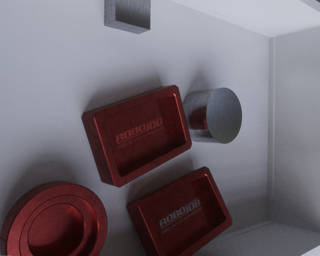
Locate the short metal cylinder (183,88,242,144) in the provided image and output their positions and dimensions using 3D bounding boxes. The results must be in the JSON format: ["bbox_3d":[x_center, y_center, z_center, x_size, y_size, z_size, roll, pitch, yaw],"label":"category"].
[{"bbox_3d":[0.076,-0.018,0.457,0.081,0.050,0.079,0,90,-40],"label":"short metal cylinder"}]

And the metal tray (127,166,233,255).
[{"bbox_3d":[0.031,0.115,0.412,0.131,0.030,0.090,-19,82,-39],"label":"metal tray"}]

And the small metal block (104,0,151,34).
[{"bbox_3d":[-0.039,-0.146,0.375,0.050,0.025,0.050,1,90,-40],"label":"small metal block"}]

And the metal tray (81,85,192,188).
[{"bbox_3d":[-0.022,0.005,0.386,0.131,0.030,0.089,-24,106,-38],"label":"metal tray"}]

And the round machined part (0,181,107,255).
[{"bbox_3d":[-0.106,0.101,0.308,0.099,0.042,0.097,0,90,-40],"label":"round machined part"}]
